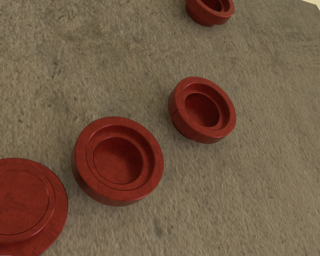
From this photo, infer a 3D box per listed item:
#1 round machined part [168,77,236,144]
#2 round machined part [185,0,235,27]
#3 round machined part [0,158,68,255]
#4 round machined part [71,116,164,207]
[{"bbox_3d":[0.055,-0.021,0.437,0.099,0.042,0.098,14,56,-21],"label":"round machined part"},{"bbox_3d":[0.088,-0.231,0.583,0.099,0.042,0.098,14,56,-21],"label":"round machined part"},{"bbox_3d":[-0.133,0.071,0.278,0.099,0.042,0.098,14,56,-21],"label":"round machined part"},{"bbox_3d":[-0.049,0.039,0.344,0.099,0.042,0.098,14,56,-21],"label":"round machined part"}]
